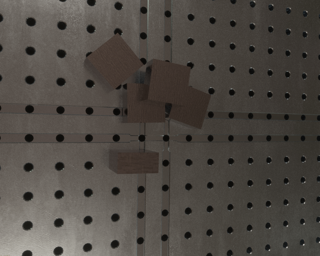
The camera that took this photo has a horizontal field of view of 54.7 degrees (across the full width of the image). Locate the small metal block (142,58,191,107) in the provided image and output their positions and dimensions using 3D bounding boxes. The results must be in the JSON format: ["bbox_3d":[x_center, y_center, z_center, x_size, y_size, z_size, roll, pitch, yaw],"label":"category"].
[{"bbox_3d":[0.008,-0.055,0.390,0.050,0.025,0.050,9,87,-20],"label":"small metal block"}]

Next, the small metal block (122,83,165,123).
[{"bbox_3d":[-0.021,-0.032,0.406,0.050,0.025,0.050,-1,91,-21],"label":"small metal block"}]

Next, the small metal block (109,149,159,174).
[{"bbox_3d":[-0.034,0.041,0.388,0.050,0.050,0.025,2,90,-20],"label":"small metal block"}]

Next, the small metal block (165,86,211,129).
[{"bbox_3d":[0.037,-0.030,0.427,0.050,0.025,0.050,19,84,-20],"label":"small metal block"}]

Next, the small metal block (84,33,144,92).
[{"bbox_3d":[-0.058,-0.082,0.392,0.050,0.025,0.050,-44,104,-15],"label":"small metal block"}]
